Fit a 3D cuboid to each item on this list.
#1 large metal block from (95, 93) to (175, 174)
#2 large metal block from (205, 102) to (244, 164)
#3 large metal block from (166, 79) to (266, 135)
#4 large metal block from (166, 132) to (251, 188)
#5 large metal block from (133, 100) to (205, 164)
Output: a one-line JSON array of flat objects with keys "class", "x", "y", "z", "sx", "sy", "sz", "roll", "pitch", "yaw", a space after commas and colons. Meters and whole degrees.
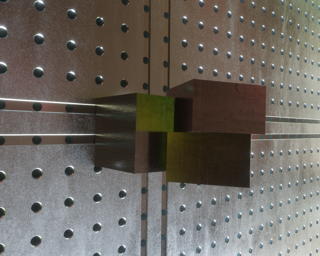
[{"class": "large metal block", "x": -0.031, "y": 0.005, "z": 0.350, "sx": 0.050, "sy": 0.080, "sz": 0.079, "roll": 2, "pitch": 89, "yaw": -40}, {"class": "large metal block", "x": 0.071, "y": 0.008, "z": 0.435, "sx": 0.050, "sy": 0.080, "sz": 0.080, "roll": 5, "pitch": 87, "yaw": -40}, {"class": "large metal block", "x": 0.057, "y": -0.019, "z": 0.340, "sx": 0.081, "sy": 0.080, "sz": 0.050, "roll": 2, "pitch": 88, "yaw": -18}, {"class": "large metal block", "x": 0.057, "y": 0.031, "z": 0.336, "sx": 0.080, "sy": 0.080, "sz": 0.050, "roll": 8, "pitch": 84, "yaw": -73}, {"class": "large metal block", "x": 0.012, "y": 0.005, "z": 0.403, "sx": 0.081, "sy": 0.050, "sz": 0.080, "roll": 3, "pitch": 88, "yaw": -40}]
